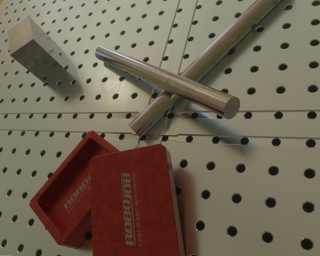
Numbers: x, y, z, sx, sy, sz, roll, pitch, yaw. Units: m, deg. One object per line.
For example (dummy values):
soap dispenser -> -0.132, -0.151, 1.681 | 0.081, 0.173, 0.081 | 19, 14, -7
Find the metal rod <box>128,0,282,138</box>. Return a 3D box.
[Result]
metal rod -> 0.072, -0.100, 0.430 | 0.300, 0.025, 0.025 | -45, 51, -3

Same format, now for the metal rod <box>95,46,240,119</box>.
metal rod -> -0.013, -0.076, 0.433 | 0.025, 0.025, 0.300 | -50, 44, -8

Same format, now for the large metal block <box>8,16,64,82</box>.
large metal block -> -0.233, -0.147, 0.583 | 0.050, 0.080, 0.080 | -32, 52, 7

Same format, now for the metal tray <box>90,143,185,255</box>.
metal tray -> -0.027, 0.089, 0.340 | 0.090, 0.030, 0.130 | -12, 66, 9

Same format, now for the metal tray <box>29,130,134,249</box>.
metal tray -> -0.101, 0.077, 0.408 | 0.090, 0.030, 0.130 | 32, 79, 37
